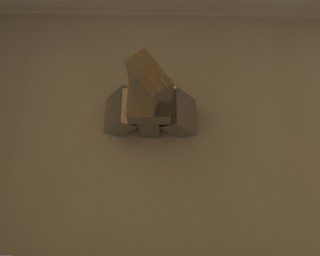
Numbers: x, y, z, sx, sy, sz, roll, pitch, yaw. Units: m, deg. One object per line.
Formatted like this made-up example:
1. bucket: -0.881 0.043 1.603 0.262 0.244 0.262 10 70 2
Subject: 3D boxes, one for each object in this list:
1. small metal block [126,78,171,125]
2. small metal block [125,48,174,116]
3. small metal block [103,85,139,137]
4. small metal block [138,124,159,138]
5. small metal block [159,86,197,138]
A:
1. small metal block: -0.012 -0.032 0.365 0.050 0.025 0.050 1 70 0
2. small metal block: -0.011 -0.048 0.331 0.025 0.050 0.050 -34 73 -11
3. small metal block: -0.049 -0.021 0.398 0.025 0.050 0.050 13 66 -31
4. small metal block: -0.013 -0.019 0.401 0.025 0.050 0.050 1 70 0
5. small metal block: 0.024 -0.019 0.399 0.025 0.050 0.050 -13 66 32
